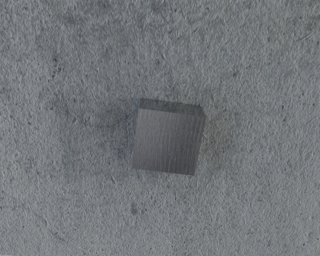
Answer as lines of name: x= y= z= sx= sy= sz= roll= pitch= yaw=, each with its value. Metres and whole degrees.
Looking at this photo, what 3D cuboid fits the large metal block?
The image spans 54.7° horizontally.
large metal block: x=0.009 y=0.010 z=0.402 sx=0.081 sy=0.050 sz=0.079 roll=7 pitch=110 yaw=-3
